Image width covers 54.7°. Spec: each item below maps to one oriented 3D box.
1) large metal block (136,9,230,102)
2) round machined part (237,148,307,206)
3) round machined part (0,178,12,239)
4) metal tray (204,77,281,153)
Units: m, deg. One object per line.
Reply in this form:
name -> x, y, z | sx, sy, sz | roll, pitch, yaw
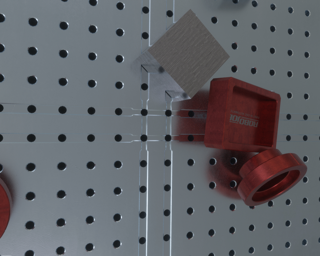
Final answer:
large metal block -> 0.030, -0.093, 0.410 | 0.080, 0.050, 0.080 | 46, 76, -14
round machined part -> 0.153, 0.066, 0.442 | 0.099, 0.097, 0.042 | -13, 52, -20
round machined part -> -0.210, 0.086, 0.326 | 0.099, 0.042, 0.097 | 0, 90, -20
metal tray -> 0.118, -0.013, 0.429 | 0.131, 0.030, 0.089 | 8, 87, -42
